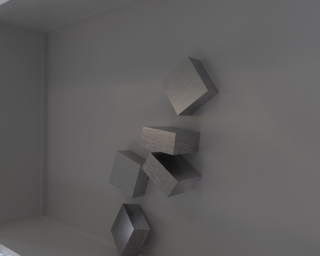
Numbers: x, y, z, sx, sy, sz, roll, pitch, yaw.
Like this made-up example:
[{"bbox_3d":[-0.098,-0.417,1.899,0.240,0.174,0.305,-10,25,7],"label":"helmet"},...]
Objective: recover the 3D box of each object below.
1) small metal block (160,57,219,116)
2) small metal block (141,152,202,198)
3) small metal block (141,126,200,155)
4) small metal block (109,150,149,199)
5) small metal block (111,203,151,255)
[{"bbox_3d":[0.035,-0.050,0.378,0.050,0.025,0.050,-40,66,33],"label":"small metal block"},{"bbox_3d":[0.015,0.054,0.379,0.050,0.050,0.025,44,117,31],"label":"small metal block"},{"bbox_3d":[0.013,0.014,0.380,0.050,0.050,0.025,11,98,39],"label":"small metal block"},{"bbox_3d":[-0.042,0.064,0.442,0.050,0.025,0.050,25,106,37],"label":"small metal block"},{"bbox_3d":[-0.042,0.142,0.431,0.050,0.025,0.050,-65,33,19],"label":"small metal block"}]
